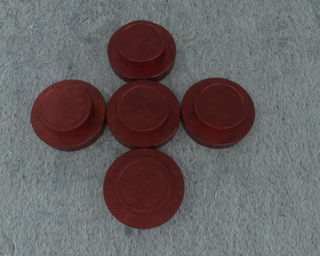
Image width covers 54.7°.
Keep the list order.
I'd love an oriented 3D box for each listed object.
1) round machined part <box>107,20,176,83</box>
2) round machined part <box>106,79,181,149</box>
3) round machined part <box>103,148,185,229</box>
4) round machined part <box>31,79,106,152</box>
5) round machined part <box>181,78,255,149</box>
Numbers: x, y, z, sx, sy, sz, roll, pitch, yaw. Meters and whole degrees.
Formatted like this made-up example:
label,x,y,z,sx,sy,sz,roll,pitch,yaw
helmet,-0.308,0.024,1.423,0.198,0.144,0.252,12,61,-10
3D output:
label,x,y,z,sx,sy,sz,roll,pitch,yaw
round machined part,-0.026,-0.113,0.442,0.099,0.042,0.098,0,70,-1
round machined part,-0.022,-0.021,0.408,0.099,0.042,0.098,0,70,-1
round machined part,-0.019,0.071,0.374,0.099,0.042,0.098,0,70,-1
round machined part,-0.120,-0.021,0.407,0.099,0.042,0.098,0,70,-1
round machined part,0.077,-0.024,0.410,0.099,0.042,0.098,0,70,-1
